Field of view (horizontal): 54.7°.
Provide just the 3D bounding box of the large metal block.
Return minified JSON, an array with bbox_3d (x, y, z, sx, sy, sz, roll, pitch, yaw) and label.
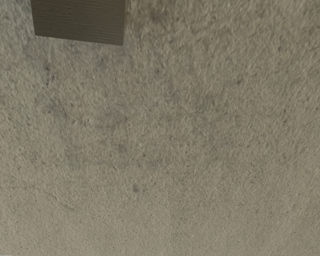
[{"bbox_3d":[-0.070,-0.127,0.281,0.081,0.050,0.079,6,130,-5],"label":"large metal block"}]
